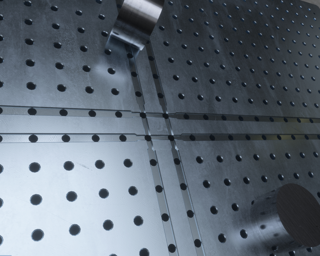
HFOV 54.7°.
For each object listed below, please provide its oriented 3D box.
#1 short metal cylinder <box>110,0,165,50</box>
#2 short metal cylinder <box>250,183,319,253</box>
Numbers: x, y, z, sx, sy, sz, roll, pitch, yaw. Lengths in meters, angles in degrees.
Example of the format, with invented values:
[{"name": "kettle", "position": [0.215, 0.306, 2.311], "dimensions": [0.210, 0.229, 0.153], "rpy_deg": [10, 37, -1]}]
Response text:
[{"name": "short metal cylinder", "position": [-0.034, -0.161, 0.453], "dimensions": [0.050, 0.080, 0.080], "rpy_deg": [23, 53, -14]}, {"name": "short metal cylinder", "position": [0.168, 0.120, 0.409], "dimensions": [0.081, 0.050, 0.080], "rpy_deg": [14, 56, -21]}]
